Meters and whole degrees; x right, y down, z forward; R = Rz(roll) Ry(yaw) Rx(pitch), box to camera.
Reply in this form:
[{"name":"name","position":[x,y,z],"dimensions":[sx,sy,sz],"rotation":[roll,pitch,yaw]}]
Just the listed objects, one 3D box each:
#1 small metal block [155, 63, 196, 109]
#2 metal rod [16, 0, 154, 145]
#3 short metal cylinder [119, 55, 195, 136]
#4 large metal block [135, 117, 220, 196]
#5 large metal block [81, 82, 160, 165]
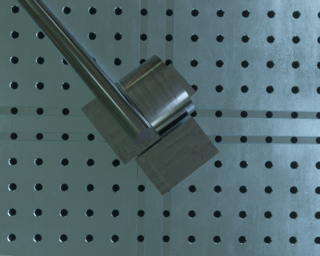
[{"name":"small metal block","position":[0.012,-0.049,0.414],"dimensions":[0.050,0.025,0.050],"rotation":[-42,91,0]},{"name":"metal rod","position":[-0.109,-0.097,0.360],"dimensions":[0.025,0.025,0.300],"rotation":[-41,69,0]},{"name":"short metal cylinder","position":[-0.003,-0.037,0.360],"dimensions":[0.050,0.080,0.080],"rotation":[-37,90,0]},{"name":"large metal block","position":[0.019,0.031,0.384],"dimensions":[0.080,0.080,0.050],"rotation":[-37,90,0]},{"name":"large metal block","position":[-0.044,-0.005,0.386],"dimensions":[0.050,0.080,0.080],"rotation":[-38,90,0]}]
